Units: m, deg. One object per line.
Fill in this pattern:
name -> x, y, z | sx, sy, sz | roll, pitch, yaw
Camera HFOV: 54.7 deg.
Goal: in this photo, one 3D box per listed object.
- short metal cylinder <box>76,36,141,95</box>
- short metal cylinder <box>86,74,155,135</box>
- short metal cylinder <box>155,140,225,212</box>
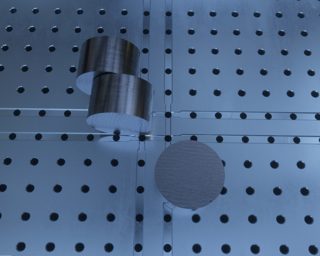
short metal cylinder -> -0.067, -0.077, 0.410 | 0.081, 0.080, 0.050 | 2, 70, 0
short metal cylinder -> -0.049, -0.027, 0.392 | 0.081, 0.080, 0.050 | 3, 70, 1
short metal cylinder -> 0.034, 0.060, 0.377 | 0.081, 0.050, 0.080 | 0, 70, -1
